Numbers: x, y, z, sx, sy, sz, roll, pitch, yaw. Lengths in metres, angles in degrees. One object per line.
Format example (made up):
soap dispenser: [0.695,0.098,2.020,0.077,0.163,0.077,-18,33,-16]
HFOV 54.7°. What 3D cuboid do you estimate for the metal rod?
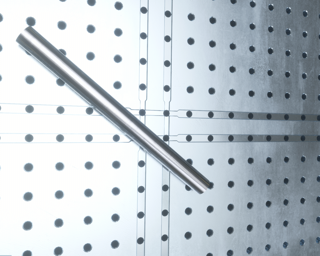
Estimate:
metal rod: [-0.048,-0.012,0.395,0.300,0.025,0.025,41,77,-16]
